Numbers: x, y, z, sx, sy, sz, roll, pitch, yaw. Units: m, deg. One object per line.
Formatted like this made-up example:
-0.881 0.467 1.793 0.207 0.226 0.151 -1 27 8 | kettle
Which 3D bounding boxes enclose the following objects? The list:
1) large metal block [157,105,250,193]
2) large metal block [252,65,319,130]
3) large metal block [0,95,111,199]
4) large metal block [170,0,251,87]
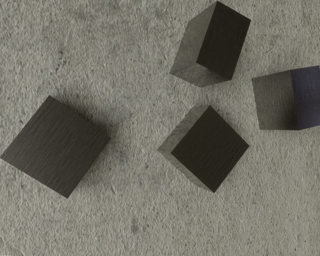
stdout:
0.058 0.027 0.417 0.080 0.050 0.080 44 76 -15 | large metal block
0.184 -0.041 0.447 0.050 0.080 0.080 -11 94 -20 | large metal block
-0.116 0.020 0.353 0.080 0.050 0.080 37 78 -16 | large metal block
0.062 -0.103 0.402 0.050 0.080 0.080 22 83 -19 | large metal block
